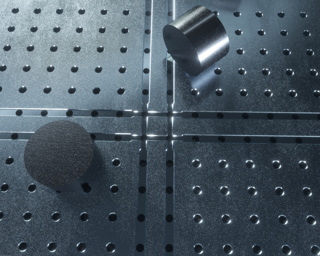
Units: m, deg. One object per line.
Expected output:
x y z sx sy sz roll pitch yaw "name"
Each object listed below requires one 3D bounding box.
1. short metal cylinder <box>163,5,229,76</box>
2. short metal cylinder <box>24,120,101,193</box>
0.048 -0.119 0.426 0.050 0.080 0.080 -37 74 -12 "short metal cylinder"
-0.118 0.037 0.384 0.081 0.050 0.080 0 70 0 "short metal cylinder"
